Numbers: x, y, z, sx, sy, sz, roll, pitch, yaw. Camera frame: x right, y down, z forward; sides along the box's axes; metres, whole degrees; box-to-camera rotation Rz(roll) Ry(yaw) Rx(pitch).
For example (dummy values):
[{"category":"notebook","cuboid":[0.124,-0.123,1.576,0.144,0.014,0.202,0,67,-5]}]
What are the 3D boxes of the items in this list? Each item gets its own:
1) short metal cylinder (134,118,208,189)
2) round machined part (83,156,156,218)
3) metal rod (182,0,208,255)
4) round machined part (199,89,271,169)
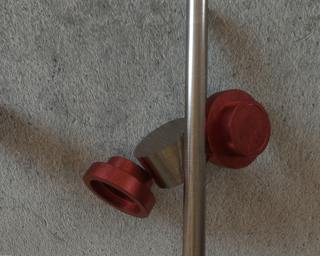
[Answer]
[{"category":"short metal cylinder","cuboid":[0.015,0.031,0.392,0.080,0.080,0.050,-30,108,10]},{"category":"round machined part","cuboid":[-0.048,0.074,0.409,0.098,0.042,0.098,23,149,15]},{"category":"metal rod","cuboid":[0.040,0.000,0.347,0.025,0.025,0.298,1,86,-1]},{"category":"round machined part","cuboid":[0.095,0.001,0.376,0.099,0.042,0.097,1,87,-32]}]
